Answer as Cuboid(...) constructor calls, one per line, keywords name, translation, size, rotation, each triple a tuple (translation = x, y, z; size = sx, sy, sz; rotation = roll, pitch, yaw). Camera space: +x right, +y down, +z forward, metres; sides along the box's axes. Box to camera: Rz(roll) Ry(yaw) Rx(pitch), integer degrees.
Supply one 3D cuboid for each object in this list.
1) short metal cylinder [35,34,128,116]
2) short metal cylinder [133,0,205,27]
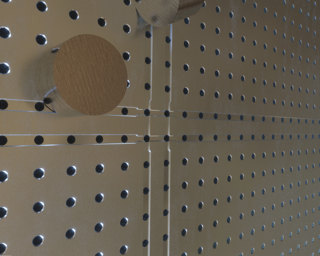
Cuboid(name="short metal cylinder", translation=(-0.082, -0.052, 0.324), size=(0.081, 0.050, 0.079), rotation=(0, 90, -40))
Cuboid(name="short metal cylinder", translation=(0.010, -0.171, 0.381), size=(0.050, 0.080, 0.080), rotation=(-34, 111, -35))
